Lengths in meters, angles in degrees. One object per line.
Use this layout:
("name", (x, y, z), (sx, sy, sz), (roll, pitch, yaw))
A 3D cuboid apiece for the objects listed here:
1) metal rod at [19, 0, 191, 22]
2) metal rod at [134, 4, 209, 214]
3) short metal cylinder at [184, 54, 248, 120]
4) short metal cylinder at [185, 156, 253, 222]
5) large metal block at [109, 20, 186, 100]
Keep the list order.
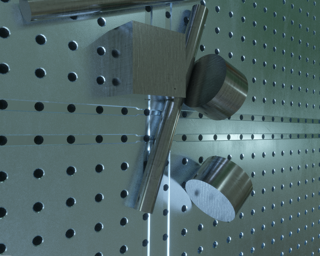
("metal rod", (-0.021, -0.166, 0.390), (0.302, 0.025, 0.025), (-25, 106, -37))
("metal rod", (0.019, -0.035, 0.424), (0.025, 0.025, 0.299), (26, 74, -37))
("short metal cylinder", (0.075, -0.057, 0.436), (0.050, 0.080, 0.080), (25, 74, -37))
("short metal cylinder", (0.084, 0.087, 0.444), (0.050, 0.080, 0.080), (-44, 117, -31))
("large metal block", (-0.015, -0.077, 0.380), (0.081, 0.050, 0.079), (-1, 91, -40))
